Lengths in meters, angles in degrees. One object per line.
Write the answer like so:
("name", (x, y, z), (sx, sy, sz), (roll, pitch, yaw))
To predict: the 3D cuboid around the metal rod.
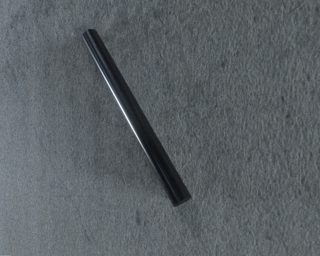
("metal rod", (-0.042, -0.029, 0.437), (0.025, 0.025, 0.299), (-44, 64, 31))
